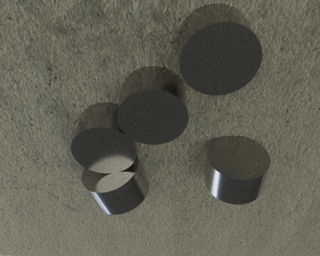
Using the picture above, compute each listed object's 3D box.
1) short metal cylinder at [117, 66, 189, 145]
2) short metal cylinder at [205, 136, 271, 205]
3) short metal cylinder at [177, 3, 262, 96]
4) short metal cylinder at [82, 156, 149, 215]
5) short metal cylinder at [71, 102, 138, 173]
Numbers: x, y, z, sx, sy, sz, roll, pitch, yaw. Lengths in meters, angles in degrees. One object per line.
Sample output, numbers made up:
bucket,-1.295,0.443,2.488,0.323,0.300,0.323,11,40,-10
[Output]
short metal cylinder,-0.008,-0.026,0.368,0.081,0.050,0.079,0,130,0
short metal cylinder,0.103,0.055,0.419,0.080,0.080,0.050,-1,130,1
short metal cylinder,0.059,-0.081,0.322,0.081,0.050,0.079,0,130,0
short metal cylinder,-0.061,0.072,0.432,0.080,0.080,0.050,-12,129,10
short metal cylinder,-0.069,0.013,0.401,0.081,0.050,0.079,0,130,0
